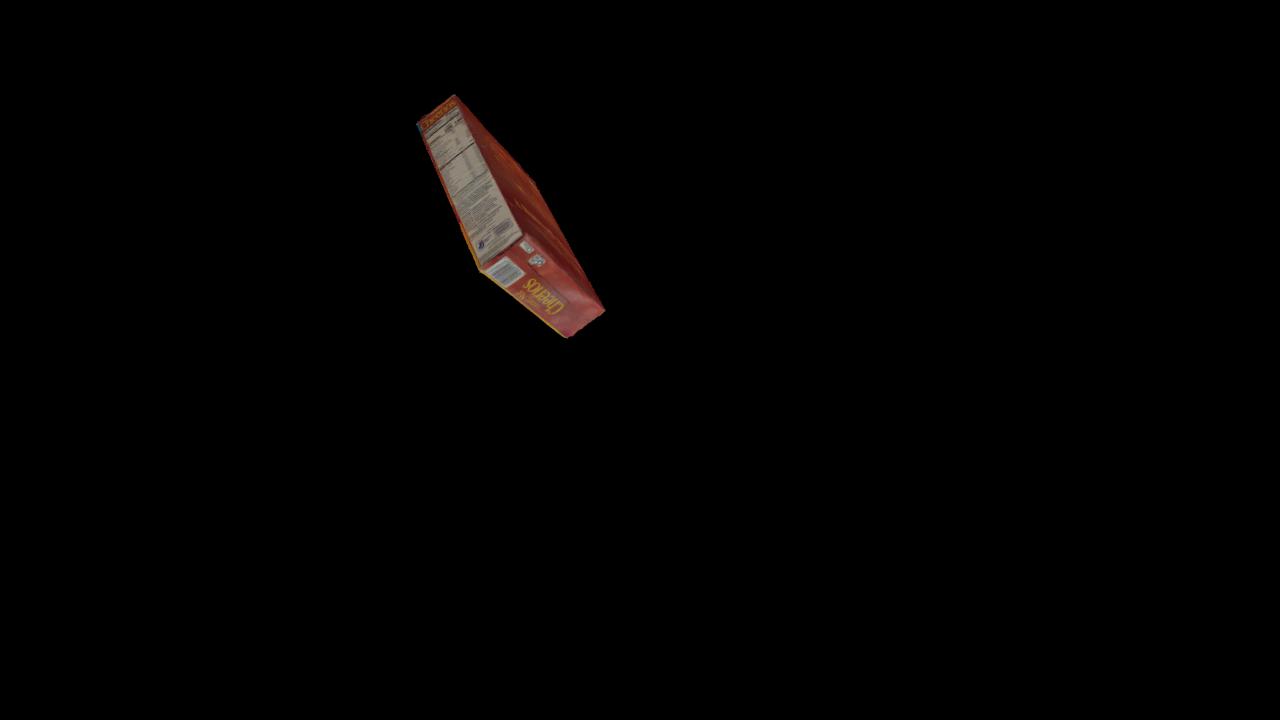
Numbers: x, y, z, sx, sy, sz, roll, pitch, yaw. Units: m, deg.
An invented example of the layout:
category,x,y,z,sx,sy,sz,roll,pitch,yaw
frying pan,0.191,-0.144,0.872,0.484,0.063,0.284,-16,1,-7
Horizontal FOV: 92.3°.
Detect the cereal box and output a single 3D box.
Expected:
category,x,y,z,sx,sy,sz,roll,pitch,yaw
cereal box,-0.176,-0.194,0.837,0.081,0.306,0.203,-35,-31,8
